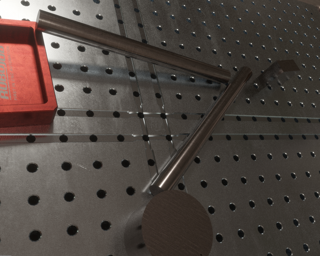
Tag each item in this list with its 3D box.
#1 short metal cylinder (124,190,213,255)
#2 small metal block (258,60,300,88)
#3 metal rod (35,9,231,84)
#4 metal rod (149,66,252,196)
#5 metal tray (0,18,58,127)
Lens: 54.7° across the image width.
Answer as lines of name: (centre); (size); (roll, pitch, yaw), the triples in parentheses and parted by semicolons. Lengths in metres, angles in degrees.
short metal cylinder: (0.008, 0.112, 0.330); (0.081, 0.050, 0.080); (14, 56, -21)
small metal block: (0.221, -0.101, 0.576); (0.050, 0.050, 0.025); (-11, 68, -33)
metal rod: (-0.018, -0.107, 0.445); (0.302, 0.025, 0.025); (9, 58, -31)
metal rod: (0.075, -0.012, 0.457); (0.025, 0.025, 0.301); (42, 51, 0)
metal tray: (-0.175, -0.066, 0.350); (0.091, 0.030, 0.130); (-5, 64, -31)
